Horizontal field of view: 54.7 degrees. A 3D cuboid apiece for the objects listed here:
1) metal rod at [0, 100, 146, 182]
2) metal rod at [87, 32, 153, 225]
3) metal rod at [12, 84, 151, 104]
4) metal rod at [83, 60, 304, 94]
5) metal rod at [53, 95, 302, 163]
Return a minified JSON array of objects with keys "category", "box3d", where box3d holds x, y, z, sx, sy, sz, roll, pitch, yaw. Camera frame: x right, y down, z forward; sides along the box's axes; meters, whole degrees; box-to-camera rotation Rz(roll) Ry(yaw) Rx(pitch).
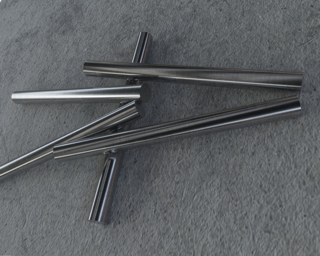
[{"category":"metal rod","box3d":[-0.155,0.031,0.448,0.300,0.025,0.025,-23,53,20]},{"category":"metal rod","box3d":[-0.050,-0.017,0.441,0.025,0.025,0.299,-3,60,26]},{"category":"metal rod","box3d":[-0.142,-0.051,0.491,0.300,0.025,0.025,3,63,35]},{"category":"metal rod","box3d":[0.026,-0.071,0.413,0.301,0.025,0.025,8,66,24]},{"category":"metal rod","box3d":[0.009,0.005,0.376,0.301,0.025,0.025,-11,57,13]}]
